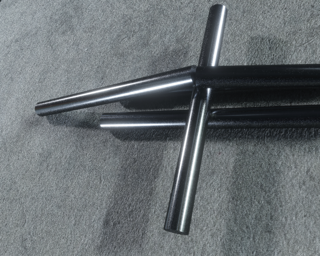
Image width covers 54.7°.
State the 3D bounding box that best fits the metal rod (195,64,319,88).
[{"bbox_3d":[0.186,-0.052,0.307,0.301,0.025,0.025,2,62,17],"label":"metal rod"}]

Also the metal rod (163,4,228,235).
[{"bbox_3d":[0.048,-0.030,0.365,0.025,0.025,0.300,0,61,28],"label":"metal rod"}]

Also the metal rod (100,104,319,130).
[{"bbox_3d":[0.054,-0.011,0.382,0.300,0.025,0.025,-1,62,27],"label":"metal rod"}]

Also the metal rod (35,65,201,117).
[{"bbox_3d":[-0.080,-0.046,0.442,0.300,0.025,0.025,-7,58,35],"label":"metal rod"}]

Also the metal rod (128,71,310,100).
[{"bbox_3d":[0.066,-0.055,0.403,0.300,0.025,0.025,-1,62,27],"label":"metal rod"}]
